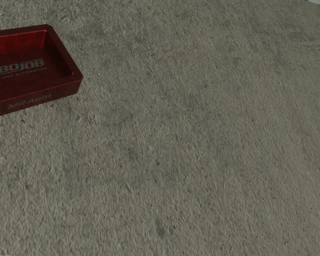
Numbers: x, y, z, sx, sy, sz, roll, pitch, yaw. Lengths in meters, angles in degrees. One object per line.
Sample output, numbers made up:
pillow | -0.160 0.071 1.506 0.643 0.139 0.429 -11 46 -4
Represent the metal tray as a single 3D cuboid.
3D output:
metal tray | -0.167 -0.066 0.351 0.131 0.030 0.090 -24 75 -37
